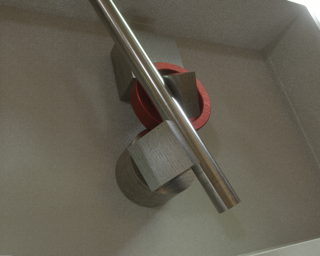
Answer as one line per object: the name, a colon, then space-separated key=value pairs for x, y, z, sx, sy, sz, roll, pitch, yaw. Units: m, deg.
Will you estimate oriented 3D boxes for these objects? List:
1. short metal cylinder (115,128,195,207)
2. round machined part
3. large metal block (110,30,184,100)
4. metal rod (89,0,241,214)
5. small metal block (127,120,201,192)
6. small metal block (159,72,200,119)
short metal cylinder: x=-0.005 y=0.046 z=0.359 sx=0.081 sy=0.050 sz=0.080 roll=14 pitch=56 yaw=-21
round machined part: x=0.009 y=-0.029 z=0.380 sx=0.099 sy=0.042 sz=0.098 roll=14 pitch=56 yaw=-21
large metal block: x=-0.017 y=-0.085 z=0.430 sx=0.081 sy=0.050 sz=0.080 roll=0 pitch=62 yaw=-29
metal rod: x=-0.006 y=-0.046 z=0.340 sx=0.025 sy=0.025 sz=0.299 roll=-21 pitch=73 yaw=-36
small metal block: x=0.004 y=0.027 z=0.308 sx=0.050 sy=0.050 sz=0.025 roll=59 pitch=19 yaw=14
small metal block: x=0.017 y=-0.037 z=0.359 sx=0.025 sy=0.050 sz=0.050 roll=-19 pitch=107 yaw=-39
